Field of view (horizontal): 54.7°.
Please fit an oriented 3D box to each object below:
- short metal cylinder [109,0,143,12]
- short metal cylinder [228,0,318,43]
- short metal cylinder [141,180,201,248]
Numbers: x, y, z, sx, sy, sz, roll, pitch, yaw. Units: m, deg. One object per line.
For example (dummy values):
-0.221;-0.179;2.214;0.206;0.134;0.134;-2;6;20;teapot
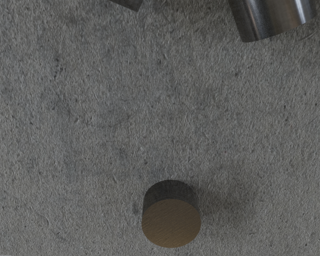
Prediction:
-0.033;-0.168;0.318;0.050;0.080;0.079;21;109;-8;short metal cylinder
0.119;-0.132;0.333;0.080;0.080;0.050;-22;109;8;short metal cylinder
0.015;0.121;0.441;0.081;0.050;0.079;0;110;0;short metal cylinder
